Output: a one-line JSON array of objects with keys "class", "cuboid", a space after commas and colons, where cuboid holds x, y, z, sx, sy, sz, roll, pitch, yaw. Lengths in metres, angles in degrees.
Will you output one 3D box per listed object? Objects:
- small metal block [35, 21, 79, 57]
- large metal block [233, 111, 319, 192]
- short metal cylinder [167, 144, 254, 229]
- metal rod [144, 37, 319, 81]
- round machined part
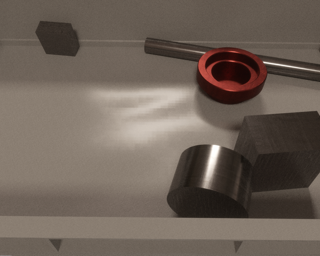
[{"class": "small metal block", "cuboid": [-0.167, -0.145, 0.506, 0.050, 0.050, 0.025, 6, 62, 4]}, {"class": "large metal block", "cuboid": [0.132, 0.029, 0.347, 0.081, 0.080, 0.050, -4, 50, -4]}, {"class": "short metal cylinder", "cuboid": [0.053, 0.062, 0.318, 0.080, 0.080, 0.050, 14, 52, 11]}, {"class": "metal rod", "cuboid": [0.123, -0.111, 0.499, 0.301, 0.025, 0.025, 11, 51, 9]}, {"class": "round machined part", "cuboid": [0.103, -0.073, 0.457, 0.099, 0.042, 0.098, 0, 50, 0]}]
